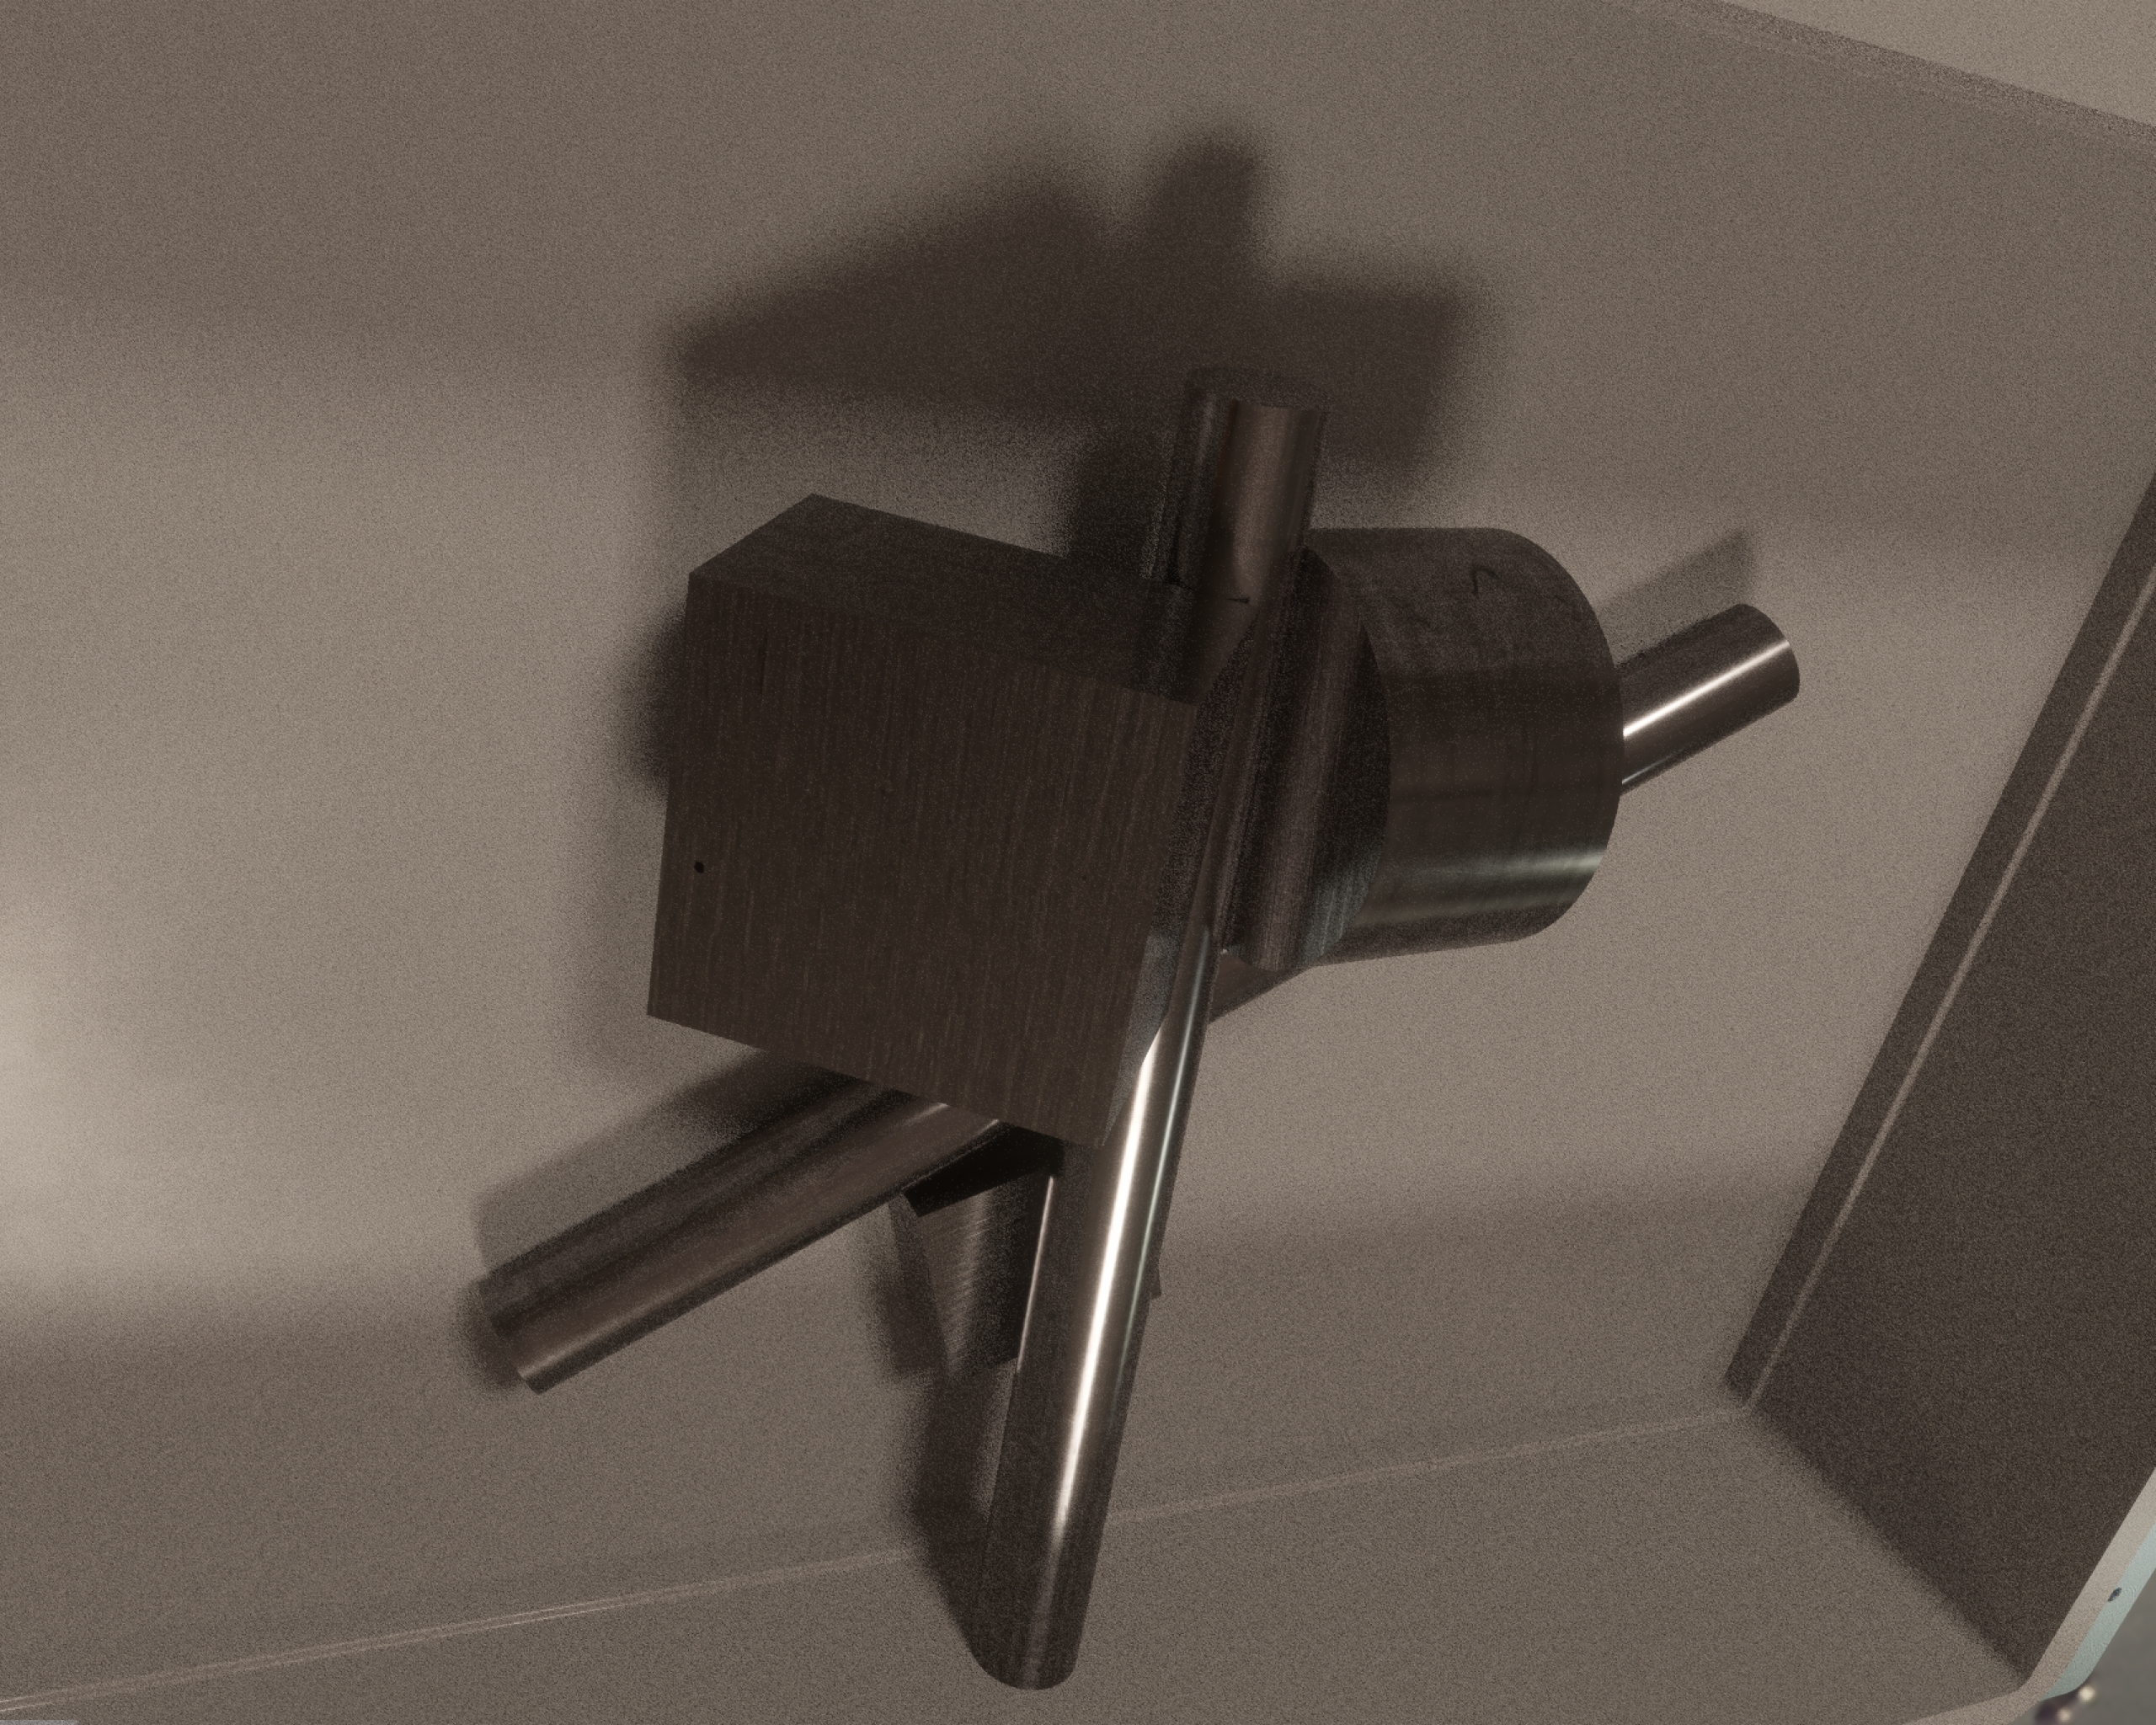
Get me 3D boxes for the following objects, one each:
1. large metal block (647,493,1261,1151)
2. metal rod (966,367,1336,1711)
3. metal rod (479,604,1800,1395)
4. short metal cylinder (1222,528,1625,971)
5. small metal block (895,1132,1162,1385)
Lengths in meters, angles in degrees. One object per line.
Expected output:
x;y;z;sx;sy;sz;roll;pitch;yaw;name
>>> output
-0.021;-0.008;0.350;0.080;0.050;0.079;16;117;9;large metal block
0.009;0.053;0.412;0.025;0.025;0.298;-5;120;-27;metal rod
0.021;0.023;0.433;0.302;0.025;0.025;-28;128;-11;metal rod
0.055;-0.022;0.388;0.050;0.080;0.079;-5;121;-28;short metal cylinder
-0.012;0.078;0.450;0.050;0.025;0.050;-20;126;-17;small metal block
